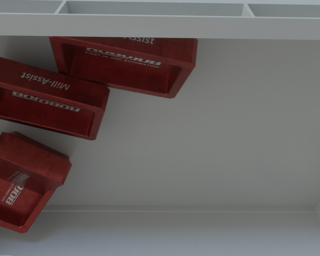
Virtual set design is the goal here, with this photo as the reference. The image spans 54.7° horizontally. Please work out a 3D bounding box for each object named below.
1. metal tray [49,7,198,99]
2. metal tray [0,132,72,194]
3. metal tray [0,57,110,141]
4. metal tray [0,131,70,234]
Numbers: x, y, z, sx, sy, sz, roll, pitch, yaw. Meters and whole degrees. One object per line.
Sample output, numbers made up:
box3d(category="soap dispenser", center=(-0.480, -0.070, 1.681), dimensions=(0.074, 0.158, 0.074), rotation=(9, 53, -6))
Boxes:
box3d(category="metal tray", center=(-0.037, -0.070, 0.316), dimensions=(0.131, 0.030, 0.090), rotation=(10, 163, -9))
box3d(category="metal tray", center=(-0.186, 0.054, 0.417), dimensions=(0.090, 0.030, 0.130), rotation=(31, 148, -24))
box3d(category="metal tray", center=(-0.131, -0.029, 0.357), dimensions=(0.131, 0.030, 0.090), rotation=(14, 152, -12))
box3d(category="metal tray", center=(-0.201, 0.080, 0.441), dimensions=(0.090, 0.030, 0.130), rotation=(31, 102, -23))
